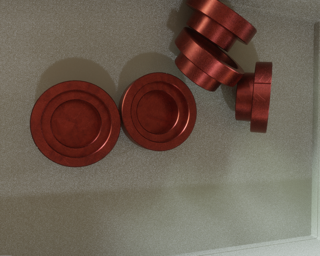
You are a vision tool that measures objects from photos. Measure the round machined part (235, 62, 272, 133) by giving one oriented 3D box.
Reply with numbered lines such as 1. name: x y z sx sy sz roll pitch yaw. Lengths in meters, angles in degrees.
1. round machined part: 0.130 -0.043 0.432 0.042 0.098 0.097 5 88 17

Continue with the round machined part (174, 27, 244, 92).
1. round machined part: 0.058 -0.085 0.405 0.098 0.098 0.042 29 116 -18

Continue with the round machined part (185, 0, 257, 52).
1. round machined part: 0.074 -0.136 0.407 0.098 0.098 0.042 28 109 -18

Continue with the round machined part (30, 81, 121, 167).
1. round machined part: -0.099 -0.005 0.365 0.099 0.042 0.097 0 90 -21

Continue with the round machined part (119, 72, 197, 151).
1. round machined part: -0.006 -0.020 0.400 0.099 0.042 0.097 0 90 -21
